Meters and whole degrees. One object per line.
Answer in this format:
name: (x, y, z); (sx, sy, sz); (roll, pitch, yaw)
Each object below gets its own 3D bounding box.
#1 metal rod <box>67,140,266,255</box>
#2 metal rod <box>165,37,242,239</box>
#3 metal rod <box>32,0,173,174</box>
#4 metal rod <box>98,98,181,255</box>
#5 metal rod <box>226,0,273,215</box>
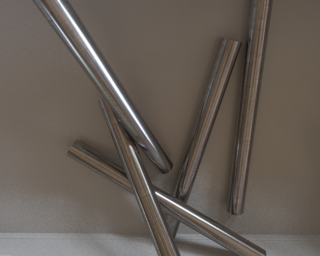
metal rod: (0.010, 0.103, 0.424); (0.301, 0.025, 0.025); (31, 107, -2)
metal rod: (0.049, 0.029, 0.422); (0.025, 0.025, 0.298); (14, 109, -6)
metal rod: (-0.050, -0.039, 0.331); (0.025, 0.025, 0.299); (-24, 134, 8)
metal rod: (-0.011, 0.099, 0.379); (0.025, 0.025, 0.299); (-24, 82, 8)
metal rod: (0.114, -0.018, 0.406); (0.025, 0.025, 0.298); (1, 110, -1)
